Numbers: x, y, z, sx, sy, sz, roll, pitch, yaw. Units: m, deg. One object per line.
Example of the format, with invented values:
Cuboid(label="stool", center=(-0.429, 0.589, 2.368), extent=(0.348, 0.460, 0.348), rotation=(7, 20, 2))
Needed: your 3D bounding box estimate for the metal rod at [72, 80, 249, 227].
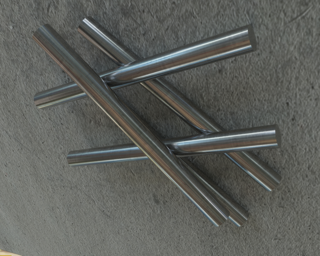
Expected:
Cuboid(label="metal rod", center=(0.001, 0.026, 0.421), extent=(0.300, 0.025, 0.025), rotation=(42, 129, -1))

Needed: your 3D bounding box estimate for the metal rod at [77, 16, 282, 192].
Cuboid(label="metal rod", center=(0.023, -0.029, 0.376), extent=(0.300, 0.025, 0.025), rotation=(40, 129, 0))

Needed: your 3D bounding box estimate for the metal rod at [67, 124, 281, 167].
Cuboid(label="metal rod", center=(-0.005, 0.028, 0.395), extent=(0.300, 0.025, 0.025), rotation=(-9, 114, 31))

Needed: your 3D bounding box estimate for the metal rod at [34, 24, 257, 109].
Cuboid(label="metal rod", center=(-0.042, -0.060, 0.360), extent=(0.300, 0.025, 0.025), rotation=(-10, 114, 32))

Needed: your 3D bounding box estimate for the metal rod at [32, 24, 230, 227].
Cuboid(label="metal rod", center=(-0.029, 0.001, 0.358), extent=(0.300, 0.025, 0.025), rotation=(46, 129, -5))
